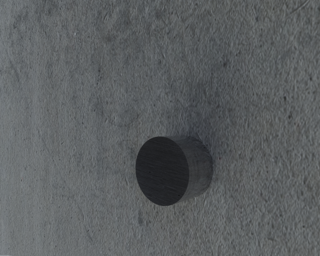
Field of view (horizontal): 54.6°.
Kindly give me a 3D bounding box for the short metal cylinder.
[{"bbox_3d":[0.017,0.049,0.376,0.080,0.050,0.080,0,90,40],"label":"short metal cylinder"}]
